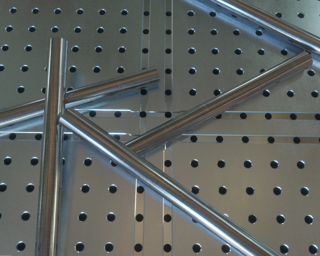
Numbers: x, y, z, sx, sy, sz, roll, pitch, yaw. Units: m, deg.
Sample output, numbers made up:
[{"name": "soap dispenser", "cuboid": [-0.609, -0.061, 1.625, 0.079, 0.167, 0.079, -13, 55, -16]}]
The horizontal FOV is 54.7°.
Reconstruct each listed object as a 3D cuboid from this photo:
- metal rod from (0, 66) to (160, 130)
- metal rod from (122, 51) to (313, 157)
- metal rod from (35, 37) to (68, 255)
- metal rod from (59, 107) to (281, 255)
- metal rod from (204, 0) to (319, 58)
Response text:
[{"name": "metal rod", "cuboid": [-0.147, -0.031, 0.421, 0.302, 0.025, 0.025, -17, 71, -7]}, {"name": "metal rod", "cuboid": [0.081, -0.032, 0.424, 0.302, 0.025, 0.025, -27, 73, -10]}, {"name": "metal rod", "cuboid": [-0.132, 0.030, 0.380, 0.025, 0.025, 0.299, -1, 77, -1]}, {"name": "metal rod", "cuboid": [0.008, 0.070, 0.367, 0.301, 0.025, 0.025, 35, 73, 4]}, {"name": "metal rod", "cuboid": [0.152, -0.169, 0.475, 0.301, 0.025, 0.025, 31, 73, 10]}]
